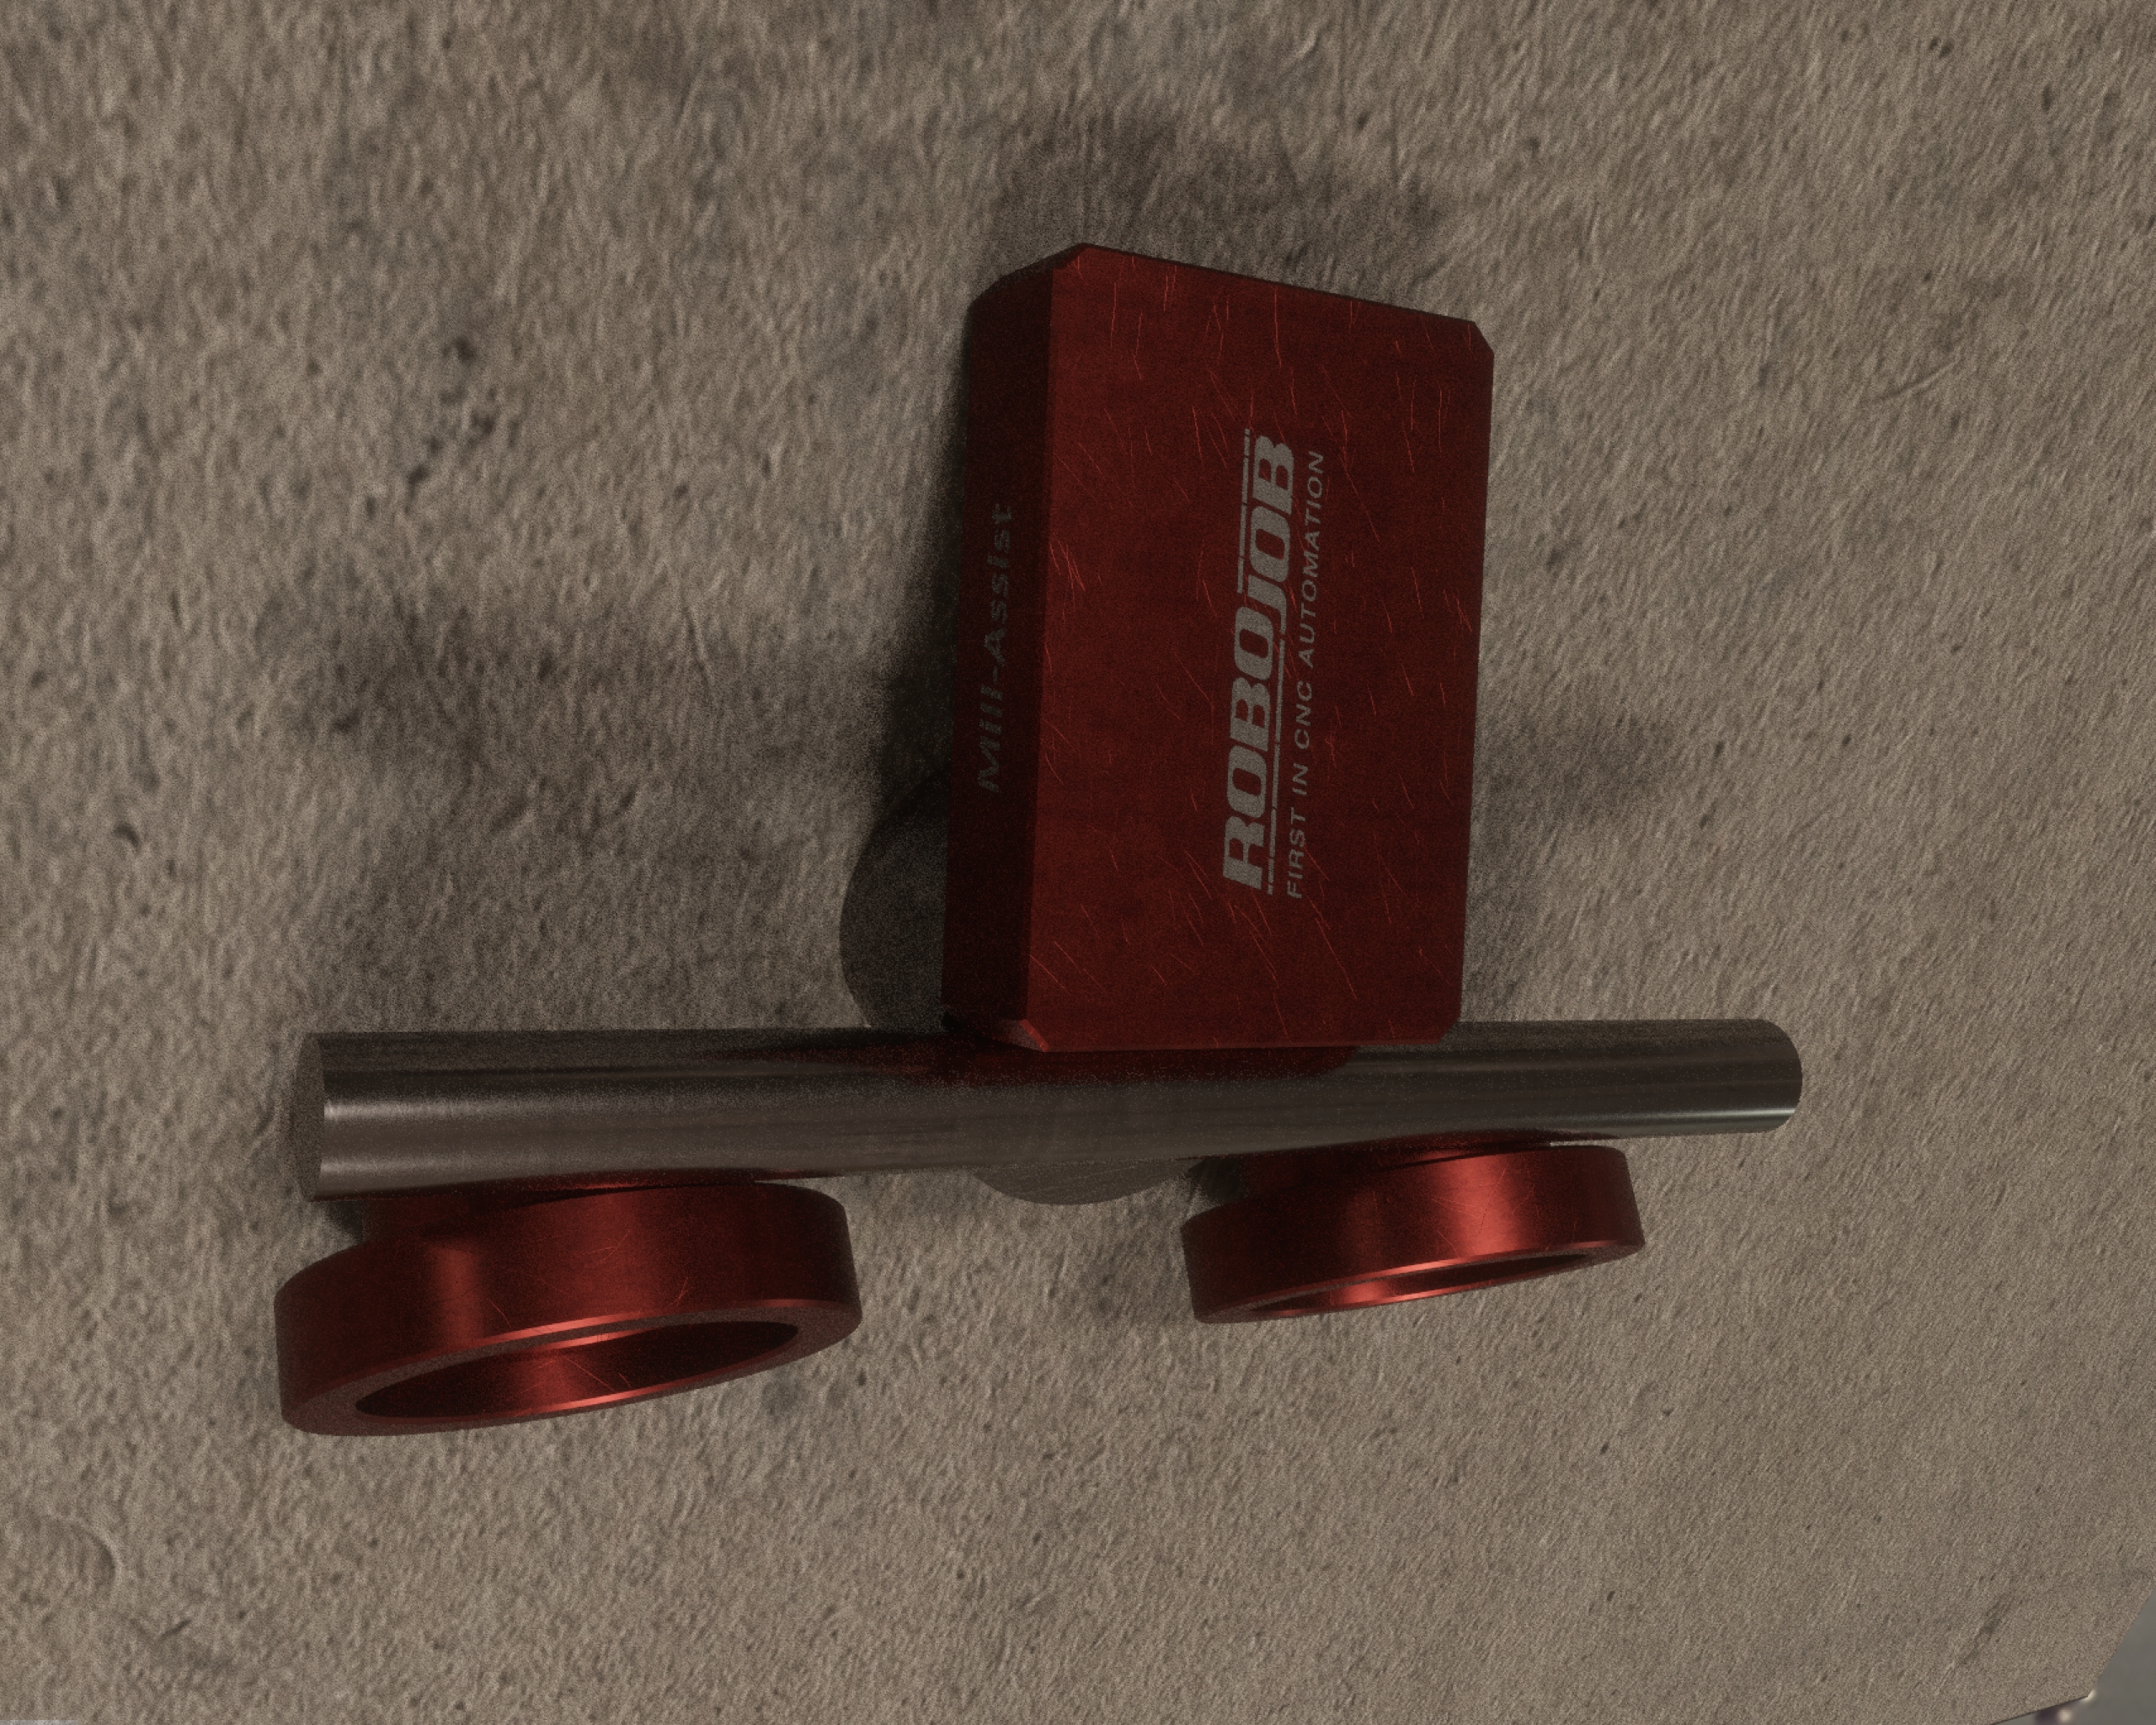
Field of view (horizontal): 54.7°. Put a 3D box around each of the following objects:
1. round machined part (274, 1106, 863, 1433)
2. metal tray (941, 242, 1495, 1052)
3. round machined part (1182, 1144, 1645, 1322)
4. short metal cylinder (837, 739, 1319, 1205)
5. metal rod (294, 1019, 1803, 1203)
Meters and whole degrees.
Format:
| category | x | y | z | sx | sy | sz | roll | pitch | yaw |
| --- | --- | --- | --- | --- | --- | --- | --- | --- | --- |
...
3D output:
| category | x | y | z | sx | sy | sz | roll | pitch | yaw |
| --- | --- | --- | --- | --- | --- | --- | --- | --- | --- |
| round machined part | -0.091 | 0.070 | 0.371 | 0.099 | 0.042 | 0.098 | -11 | 160 | -4 |
| metal tray | 0.026 | -0.034 | 0.365 | 0.091 | 0.030 | 0.129 | 2 | 91 | -30 |
| round machined part | 0.071 | 0.072 | 0.460 | 0.099 | 0.042 | 0.098 | -8 | 163 | -2 |
| short metal cylinder | 0.000 | 0.019 | 0.406 | 0.081 | 0.050 | 0.079 | -14 | 125 | -21 |
| metal rod | 0.018 | 0.042 | 0.382 | 0.303 | 0.025 | 0.025 | 2 | 118 | -30 |
